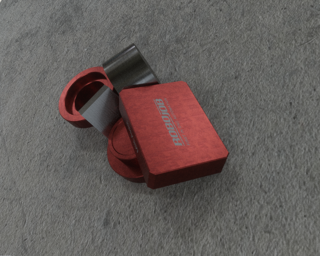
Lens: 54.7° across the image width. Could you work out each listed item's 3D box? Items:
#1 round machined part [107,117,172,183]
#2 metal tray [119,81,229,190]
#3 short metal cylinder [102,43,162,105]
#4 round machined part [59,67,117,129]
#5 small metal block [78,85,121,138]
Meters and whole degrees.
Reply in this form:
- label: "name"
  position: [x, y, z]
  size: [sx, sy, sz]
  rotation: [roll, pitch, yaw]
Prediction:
- label: "round machined part"
  position: [-0.026, 0.017, 0.396]
  size: [0.098, 0.042, 0.098]
  rotation: [-13, 56, 20]
- label: "metal tray"
  position: [0.011, 0.001, 0.366]
  size: [0.091, 0.030, 0.130]
  rotation: [-11, 50, -17]
- label: "short metal cylinder"
  position: [-0.035, -0.070, 0.431]
  size: [0.050, 0.080, 0.080]
  rotation: [-33, 52, 7]
- label: "round machined part"
  position: [-0.100, -0.042, 0.471]
  size: [0.098, 0.042, 0.098]
  rotation: [-13, 56, 20]
- label: "small metal block"
  position: [-0.071, -0.022, 0.415]
  size: [0.050, 0.050, 0.025]
  rotation: [-47, 27, -6]
